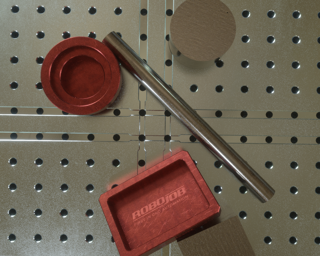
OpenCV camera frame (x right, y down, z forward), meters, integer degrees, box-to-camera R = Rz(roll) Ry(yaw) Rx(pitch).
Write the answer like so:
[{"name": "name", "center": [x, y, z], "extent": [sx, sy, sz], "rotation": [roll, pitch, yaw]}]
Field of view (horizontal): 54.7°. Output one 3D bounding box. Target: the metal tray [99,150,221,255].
[{"name": "metal tray", "center": [-0.001, 0.098, 0.391], "extent": [0.130, 0.030, 0.090], "rotation": [-29, 62, -1]}]

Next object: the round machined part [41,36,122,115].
[{"name": "round machined part", "center": [-0.099, -0.065, 0.404], "extent": [0.099, 0.042, 0.097], "rotation": [0, 90, -1]}]

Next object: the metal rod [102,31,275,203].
[{"name": "metal rod", "center": [0.038, -0.014, 0.413], "extent": [0.300, 0.025, 0.025], "rotation": [45, 90, -1]}]

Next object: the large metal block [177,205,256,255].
[{"name": "large metal block", "center": [0.074, 0.159, 0.402], "extent": [0.080, 0.050, 0.080], "rotation": [-24, 91, -1]}]

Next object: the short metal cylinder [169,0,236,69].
[{"name": "short metal cylinder", "center": [0.052, -0.121, 0.401], "extent": [0.081, 0.050, 0.079], "rotation": [0, 90, -1]}]
